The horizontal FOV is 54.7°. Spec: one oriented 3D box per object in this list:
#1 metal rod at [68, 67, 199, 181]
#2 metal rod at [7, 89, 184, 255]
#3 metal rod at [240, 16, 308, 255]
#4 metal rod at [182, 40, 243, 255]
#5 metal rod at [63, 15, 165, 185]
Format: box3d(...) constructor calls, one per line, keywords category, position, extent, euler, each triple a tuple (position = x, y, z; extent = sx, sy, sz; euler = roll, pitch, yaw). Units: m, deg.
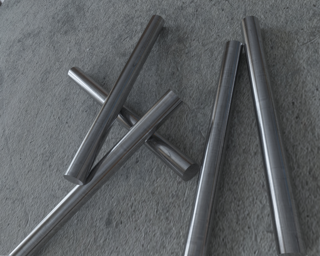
box3d(category="metal rod", position=(-0.057, -0.022, 0.447), extent=(0.025, 0.025, 0.300), euler=(-48, 51, -5))
box3d(category="metal rod", position=(-0.084, 0.068, 0.386), extent=(0.300, 0.025, 0.025), euler=(-46, 51, 4))
box3d(category="metal rod", position=(0.120, -0.016, 0.350), extent=(0.025, 0.025, 0.299), euler=(-12, 56, 22))
box3d(category="metal rod", position=(0.064, 0.022, 0.356), extent=(0.025, 0.025, 0.300), euler=(1, 62, 29))
box3d(category="metal rod", position=(-0.053, -0.058, 0.439), extent=(0.025, 0.025, 0.300), euler=(3, 54, 29))
